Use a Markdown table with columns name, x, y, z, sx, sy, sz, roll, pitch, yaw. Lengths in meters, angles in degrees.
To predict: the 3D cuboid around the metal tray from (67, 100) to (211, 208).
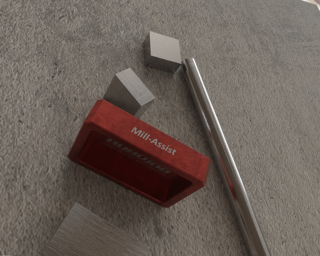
| name | x | y | z | sx | sy | sz | roll | pitch | yaw |
| --- | --- | --- | --- | --- | --- | --- | --- | --- | --- |
| metal tray | -0.025 | 0.033 | 0.329 | 0.131 | 0.090 | 0.030 | 29 | 52 | -10 |

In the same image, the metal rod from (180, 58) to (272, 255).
| name | x | y | z | sx | sy | sz | roll | pitch | yaw |
| --- | --- | --- | --- | --- | --- | --- | --- | --- | --- |
| metal rod | 0.084 | 0.028 | 0.433 | 0.025 | 0.025 | 0.299 | -3 | 63 | -30 |

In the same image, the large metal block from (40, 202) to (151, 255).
| name | x | y | z | sx | sy | sz | roll | pitch | yaw |
| --- | --- | --- | --- | --- | --- | --- | --- | --- | --- |
| large metal block | -0.068 | 0.127 | 0.275 | 0.080 | 0.050 | 0.080 | 34 | 51 | -7 |

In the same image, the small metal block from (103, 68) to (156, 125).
| name | x | y | z | sx | sy | sz | roll | pitch | yaw |
| --- | --- | --- | --- | --- | --- | --- | --- | --- | --- |
| small metal block | -0.040 | -0.039 | 0.391 | 0.025 | 0.050 | 0.050 | -34 | 81 | -38 |

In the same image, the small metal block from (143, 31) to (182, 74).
| name | x | y | z | sx | sy | sz | roll | pitch | yaw |
| --- | --- | --- | --- | --- | --- | --- | --- | --- | --- |
| small metal block | 0.003 | -0.116 | 0.478 | 0.050 | 0.025 | 0.050 | 10 | 57 | -23 |
